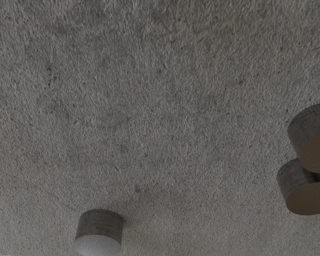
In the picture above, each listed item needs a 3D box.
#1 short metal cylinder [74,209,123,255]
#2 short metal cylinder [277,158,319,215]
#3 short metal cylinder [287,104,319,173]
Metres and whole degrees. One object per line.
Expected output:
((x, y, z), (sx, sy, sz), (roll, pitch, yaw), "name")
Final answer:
((-0.107, 0.188, 0.550), (0.081, 0.050, 0.079), (0, 130, 0), "short metal cylinder")
((0.224, 0.088, 0.467), (0.081, 0.050, 0.079), (0, 130, 0), "short metal cylinder")
((0.216, 0.014, 0.405), (0.081, 0.050, 0.079), (0, 130, 0), "short metal cylinder")
